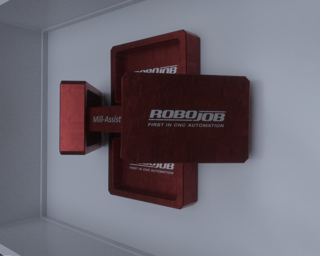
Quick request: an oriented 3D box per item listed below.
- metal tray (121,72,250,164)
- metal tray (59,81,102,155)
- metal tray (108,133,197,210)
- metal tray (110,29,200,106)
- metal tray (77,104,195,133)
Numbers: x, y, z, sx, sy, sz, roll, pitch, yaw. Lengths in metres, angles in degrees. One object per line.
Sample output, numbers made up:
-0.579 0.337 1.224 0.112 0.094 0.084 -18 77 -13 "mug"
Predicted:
0.026 -0.009 0.324 0.030 0.131 0.089 -177 87 -82 "metal tray"
-0.106 -0.013 0.433 0.030 0.130 0.089 1 90 -2 "metal tray"
-0.014 0.050 0.411 0.130 0.030 0.089 1 90 39 "metal tray"
-0.010 -0.071 0.410 0.130 0.030 0.089 0 91 39 "metal tray"
-0.033 -0.010 0.390 0.130 0.091 0.030 1 91 39 "metal tray"
